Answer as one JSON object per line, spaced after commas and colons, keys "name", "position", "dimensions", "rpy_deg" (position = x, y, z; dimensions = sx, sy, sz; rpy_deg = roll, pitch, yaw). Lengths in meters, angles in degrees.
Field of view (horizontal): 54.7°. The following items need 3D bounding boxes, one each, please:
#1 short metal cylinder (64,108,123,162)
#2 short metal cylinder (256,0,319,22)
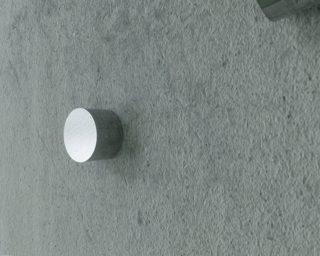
{"name": "short metal cylinder", "position": [-0.102, 0.010, 0.473], "dimensions": [0.080, 0.050, 0.080], "rpy_deg": [0, 90, 40]}
{"name": "short metal cylinder", "position": [0.115, -0.143, 0.274], "dimensions": [0.050, 0.081, 0.080], "rpy_deg": [-14, 81, 39]}
